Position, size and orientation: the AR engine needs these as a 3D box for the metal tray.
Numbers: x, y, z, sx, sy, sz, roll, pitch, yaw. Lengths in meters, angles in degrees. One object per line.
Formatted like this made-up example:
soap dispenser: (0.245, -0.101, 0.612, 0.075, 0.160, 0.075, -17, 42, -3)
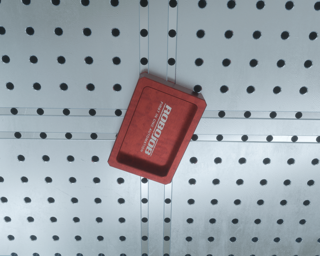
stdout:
metal tray: (-0.006, 0.003, 0.411, 0.090, 0.030, 0.129, 20, 109, -8)
